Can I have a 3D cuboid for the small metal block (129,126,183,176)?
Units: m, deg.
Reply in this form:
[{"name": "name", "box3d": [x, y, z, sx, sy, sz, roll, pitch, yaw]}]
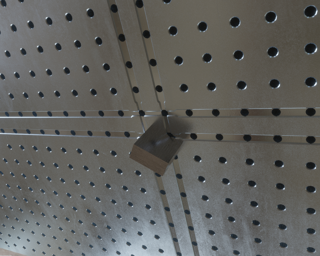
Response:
[{"name": "small metal block", "box3d": [-0.005, 0.029, 0.414, 0.050, 0.050, 0.025, 28, 128, 10]}]
